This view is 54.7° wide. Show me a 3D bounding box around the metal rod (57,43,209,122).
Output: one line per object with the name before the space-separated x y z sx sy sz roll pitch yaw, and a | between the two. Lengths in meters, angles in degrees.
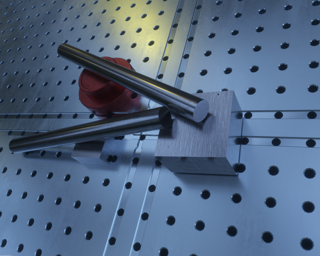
metal rod | -0.058 -0.073 0.420 0.300 0.025 0.025 29 77 40

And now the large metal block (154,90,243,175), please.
large metal block | 0.047 0.006 0.359 0.080 0.050 0.080 -2 61 27

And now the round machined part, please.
round machined part | -0.087 -0.073 0.485 0.098 0.042 0.098 -13 56 20

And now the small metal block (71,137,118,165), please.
small metal block | -0.092 0.024 0.440 0.050 0.025 0.050 0 62 27

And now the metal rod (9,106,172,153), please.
metal rod | -0.116 0.009 0.426 0.300 0.025 0.025 -10 57 35
